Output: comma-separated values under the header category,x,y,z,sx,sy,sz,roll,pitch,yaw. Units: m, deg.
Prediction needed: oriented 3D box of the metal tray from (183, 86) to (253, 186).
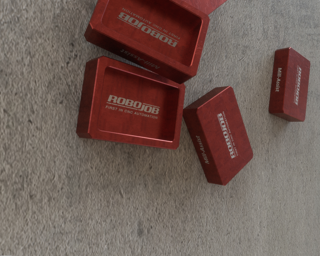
category,x,y,z,sx,sy,sz,roll,pitch,yaw
metal tray,0.093,0.011,0.479,0.091,0.030,0.129,-35,111,-35

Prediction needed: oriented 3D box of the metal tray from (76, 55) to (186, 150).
category,x,y,z,sx,sy,sz,roll,pitch,yaw
metal tray,-0.029,-0.025,0.376,0.131,0.030,0.090,11,83,-39

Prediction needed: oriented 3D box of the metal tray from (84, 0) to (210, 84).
category,x,y,z,sx,sy,sz,roll,pitch,yaw
metal tray,-0.011,-0.118,0.362,0.131,0.030,0.090,22,71,-20

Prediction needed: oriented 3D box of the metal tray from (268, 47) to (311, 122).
category,x,y,z,sx,sy,sz,roll,pitch,yaw
metal tray,0.261,-0.084,0.619,0.091,0.030,0.129,15,81,-39

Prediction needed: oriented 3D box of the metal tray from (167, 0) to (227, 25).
category,x,y,z,sx,sy,sz,roll,pitch,yaw
metal tray,0.045,-0.202,0.438,0.131,0.030,0.090,-45,117,-31
